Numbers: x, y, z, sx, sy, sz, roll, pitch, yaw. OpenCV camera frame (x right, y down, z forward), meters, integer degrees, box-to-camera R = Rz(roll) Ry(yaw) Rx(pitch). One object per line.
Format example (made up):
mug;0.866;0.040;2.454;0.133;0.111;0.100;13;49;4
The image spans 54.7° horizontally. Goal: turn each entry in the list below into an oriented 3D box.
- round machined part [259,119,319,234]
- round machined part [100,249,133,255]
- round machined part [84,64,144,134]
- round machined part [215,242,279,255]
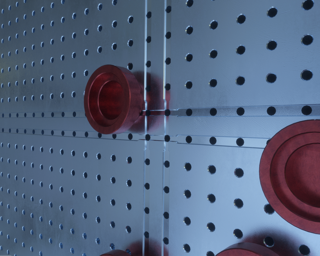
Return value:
round machined part;0.145;0.041;0.278;0.098;0.042;0.097;0;90;39
round machined part;-0.051;0.222;0.439;0.098;0.042;0.097;0;90;39
round machined part;-0.063;-0.040;0.448;0.098;0.042;0.097;0;90;39
round machined part;0.098;0.167;0.316;0.098;0.042;0.097;0;90;39
